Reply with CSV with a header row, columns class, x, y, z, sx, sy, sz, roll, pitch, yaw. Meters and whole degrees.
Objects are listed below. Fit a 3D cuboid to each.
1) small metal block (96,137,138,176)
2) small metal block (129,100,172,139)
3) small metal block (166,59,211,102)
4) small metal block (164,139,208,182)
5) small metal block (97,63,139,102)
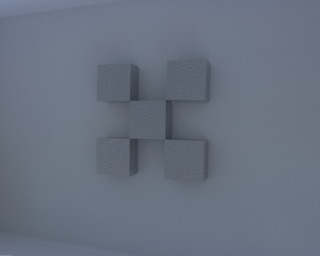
class,x,y,z,sx,sy,sz,roll,pitch,yaw
small metal block,-0.060,0.039,0.429,0.050,0.025,0.050,1,90,20
small metal block,-0.012,-0.011,0.412,0.050,0.025,0.050,1,90,20
small metal block,0.036,-0.059,0.395,0.050,0.025,0.050,3,91,20
small metal block,0.034,0.040,0.396,0.050,0.025,0.050,1,91,20
small metal block,-0.058,-0.061,0.429,0.050,0.025,0.050,2,91,20
